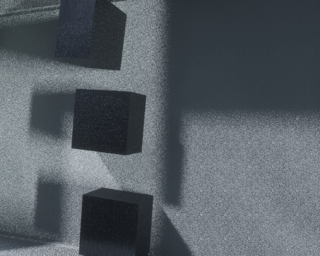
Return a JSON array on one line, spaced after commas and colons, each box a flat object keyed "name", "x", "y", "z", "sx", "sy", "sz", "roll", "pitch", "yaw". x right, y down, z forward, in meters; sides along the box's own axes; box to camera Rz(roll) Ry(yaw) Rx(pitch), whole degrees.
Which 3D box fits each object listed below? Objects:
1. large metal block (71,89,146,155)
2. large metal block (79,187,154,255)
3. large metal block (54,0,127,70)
[{"name": "large metal block", "x": -0.069, "y": -0.009, "z": 0.421, "sx": 0.080, "sy": 0.050, "sz": 0.079, "roll": 5, "pitch": 92, "yaw": 20}, {"name": "large metal block", "x": -0.058, "y": 0.130, "z": 0.418, "sx": 0.080, "sy": 0.050, "sz": 0.079, "roll": 5, "pitch": 92, "yaw": 20}, {"name": "large metal block", "x": -0.089, "y": -0.125, "z": 0.413, "sx": 0.050, "sy": 0.080, "sz": 0.079, "roll": 8, "pitch": 93, "yaw": 20}]
